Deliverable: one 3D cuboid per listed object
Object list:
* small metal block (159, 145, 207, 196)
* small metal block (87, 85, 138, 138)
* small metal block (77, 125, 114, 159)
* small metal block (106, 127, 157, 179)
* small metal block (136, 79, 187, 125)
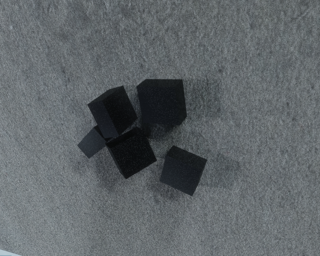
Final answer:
[{"bbox_3d":[0.031,0.059,0.426,0.050,0.025,0.050,23,127,14],"label":"small metal block"},{"bbox_3d":[-0.061,-0.022,0.408,0.025,0.050,0.050,-10,113,32],"label":"small metal block"},{"bbox_3d":[-0.081,0.011,0.437,0.025,0.050,0.050,49,129,0],"label":"small metal block"},{"bbox_3d":[-0.039,0.034,0.427,0.025,0.050,0.050,26,142,62],"label":"small metal block"},{"bbox_3d":[0.003,-0.033,0.384,0.050,0.025,0.050,5,121,25],"label":"small metal block"}]
